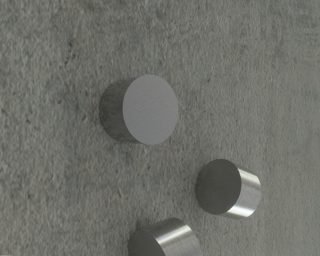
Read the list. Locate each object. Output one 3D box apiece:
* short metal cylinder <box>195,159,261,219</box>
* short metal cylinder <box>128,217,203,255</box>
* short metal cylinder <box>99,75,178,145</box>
[{"bbox_3d":[0.099,0.090,0.455,0.050,0.080,0.080,24,75,-38],"label":"short metal cylinder"},{"bbox_3d":[0.005,0.155,0.376,0.050,0.080,0.079,-8,96,-40],"label":"short metal cylinder"},{"bbox_3d":[-0.025,-0.021,0.370,0.081,0.050,0.079,0,90,-40],"label":"short metal cylinder"}]
